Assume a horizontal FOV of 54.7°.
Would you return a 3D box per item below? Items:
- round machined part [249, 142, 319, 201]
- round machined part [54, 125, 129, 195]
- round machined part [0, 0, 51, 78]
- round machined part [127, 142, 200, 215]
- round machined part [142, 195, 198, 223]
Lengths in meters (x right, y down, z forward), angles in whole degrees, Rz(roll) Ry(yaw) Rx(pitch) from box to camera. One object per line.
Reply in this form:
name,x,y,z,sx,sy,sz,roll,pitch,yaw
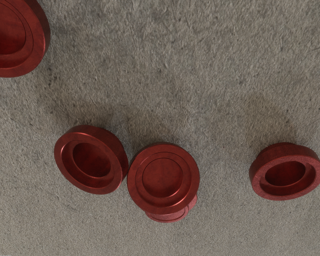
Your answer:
round machined part,0.178,0.059,0.447,0.099,0.042,0.097,0,130,0
round machined part,-0.087,0.038,0.414,0.098,0.042,0.097,10,122,16
round machined part,-0.159,-0.102,0.307,0.099,0.042,0.097,0,130,0
round machined part,0.003,0.067,0.433,0.099,0.042,0.097,-1,95,-8
round machined part,0.011,0.115,0.494,0.099,0.042,0.097,0,130,0
